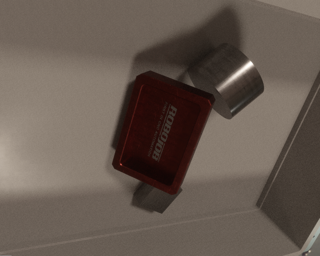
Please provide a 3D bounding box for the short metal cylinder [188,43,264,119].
[{"bbox_3d":[0.081,-0.057,0.383,0.050,0.080,0.080,-39,130,-3],"label":"short metal cylinder"}]

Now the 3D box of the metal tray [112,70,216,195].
[{"bbox_3d":[0.001,0.007,0.376,0.030,0.090,0.129,-44,154,-65],"label":"metal tray"}]

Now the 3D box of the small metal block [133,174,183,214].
[{"bbox_3d":[-0.003,0.097,0.469,0.050,0.025,0.050,34,99,-39],"label":"small metal block"}]
